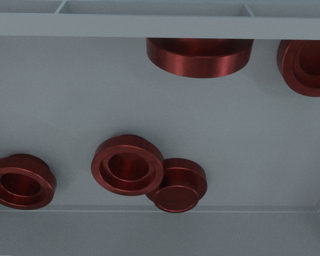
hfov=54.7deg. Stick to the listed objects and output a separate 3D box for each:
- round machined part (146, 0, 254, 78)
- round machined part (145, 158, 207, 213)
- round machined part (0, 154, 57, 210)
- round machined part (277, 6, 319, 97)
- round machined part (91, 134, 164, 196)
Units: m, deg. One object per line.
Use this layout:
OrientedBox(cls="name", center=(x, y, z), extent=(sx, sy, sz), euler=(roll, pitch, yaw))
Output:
OrientedBox(cls="round machined part", center=(0.036, -0.090, 0.284), extent=(0.099, 0.098, 0.042), euler=(0, 132, 0))
OrientedBox(cls="round machined part", center=(0.024, 0.095, 0.479), extent=(0.099, 0.042, 0.097), euler=(0, 130, 0))
OrientedBox(cls="round machined part", center=(-0.204, 0.076, 0.461), extent=(0.099, 0.042, 0.097), euler=(0, 130, 0))
OrientedBox(cls="round machined part", center=(0.174, -0.084, 0.328), extent=(0.099, 0.042, 0.097), euler=(0, 130, 0))
OrientedBox(cls="round machined part", center=(-0.043, 0.048, 0.435), extent=(0.099, 0.042, 0.097), euler=(1, 128, 2))
